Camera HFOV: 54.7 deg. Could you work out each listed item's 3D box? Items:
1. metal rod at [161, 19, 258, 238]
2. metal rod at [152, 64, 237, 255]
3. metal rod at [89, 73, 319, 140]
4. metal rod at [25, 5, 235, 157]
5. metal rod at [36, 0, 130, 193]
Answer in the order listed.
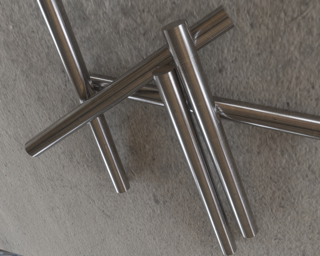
[{"bbox_3d":[0.068,0.023,0.358,0.025,0.025,0.299,-6,124,31],"label":"metal rod"},{"bbox_3d":[0.053,0.060,0.389,0.025,0.025,0.299,-4,125,29],"label":"metal rod"},{"bbox_3d":[0.031,-0.032,0.369,0.301,0.025,0.025,13,124,20],"label":"metal rod"},{"bbox_3d":[-0.053,-0.041,0.362,0.300,0.025,0.025,-30,102,23],"label":"metal rod"},{"bbox_3d":[-0.090,-0.023,0.410,0.025,0.025,0.298,5,130,25],"label":"metal rod"}]
